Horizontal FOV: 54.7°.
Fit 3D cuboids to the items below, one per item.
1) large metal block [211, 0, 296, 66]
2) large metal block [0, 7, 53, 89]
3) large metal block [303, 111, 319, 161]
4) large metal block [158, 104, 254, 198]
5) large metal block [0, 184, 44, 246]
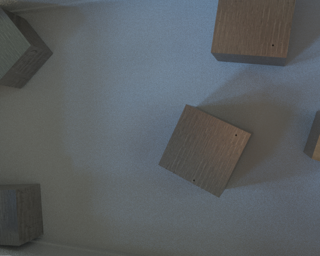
[{"bbox_3d":[0.109,-0.119,0.359,0.080,0.050,0.079,9,93,19],"label":"large metal block"},{"bbox_3d":[-0.227,-0.119,0.473,0.080,0.050,0.080,-43,78,12],"label":"large metal block"},{"bbox_3d":[0.198,0.016,0.312,0.080,0.080,0.050,17,96,19],"label":"large metal block"},{"bbox_3d":[0.057,0.025,0.377,0.080,0.050,0.080,27,99,17],"label":"large metal block"},{"bbox_3d":[-0.232,0.131,0.477,0.080,0.050,0.080,-5,88,19],"label":"large metal block"}]
